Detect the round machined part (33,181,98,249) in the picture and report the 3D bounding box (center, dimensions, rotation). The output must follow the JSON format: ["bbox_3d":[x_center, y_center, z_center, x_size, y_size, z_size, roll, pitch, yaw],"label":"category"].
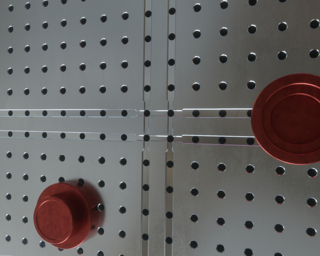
[{"bbox_3d":[-0.144,0.129,0.455,0.098,0.042,0.097,0,90,20],"label":"round machined part"}]

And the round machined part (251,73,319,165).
[{"bbox_3d":[0.155,-0.010,0.349,0.098,0.042,0.097,0,90,20],"label":"round machined part"}]
